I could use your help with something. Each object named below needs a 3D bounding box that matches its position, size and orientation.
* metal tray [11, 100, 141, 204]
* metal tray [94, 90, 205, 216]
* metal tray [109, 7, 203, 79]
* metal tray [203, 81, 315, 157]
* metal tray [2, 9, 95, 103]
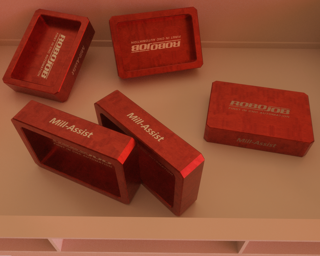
[{"bbox_3d":[-0.087,0.028,0.338,0.130,0.090,0.030,19,53,15],"label":"metal tray"},{"bbox_3d":[-0.015,0.027,0.339,0.030,0.090,0.130,-37,60,-27],"label":"metal tray"},{"bbox_3d":[-0.005,-0.128,0.471,0.131,0.089,0.030,-10,11,-8],"label":"metal tray"},{"bbox_3d":[0.130,-0.015,0.415,0.131,0.030,0.090,9,51,7],"label":"metal tray"},{"bbox_3d":[-0.163,-0.110,0.462,0.090,0.030,0.130,14,73,11],"label":"metal tray"}]
